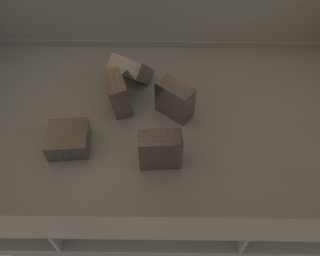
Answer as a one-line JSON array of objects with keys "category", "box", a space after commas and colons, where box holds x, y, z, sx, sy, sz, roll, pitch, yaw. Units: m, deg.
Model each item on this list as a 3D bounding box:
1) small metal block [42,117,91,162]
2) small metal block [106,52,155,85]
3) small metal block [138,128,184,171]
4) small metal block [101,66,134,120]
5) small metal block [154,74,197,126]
[{"category": "small metal block", "box": [-0.116, 0.014, 0.392, 0.050, 0.025, 0.050, -3, 50, -3]}, {"category": "small metal block", "box": [-0.043, -0.087, 0.459, 0.050, 0.050, 0.025, 23, 97, 18]}, {"category": "small metal block", "box": [0.000, 0.026, 0.367, 0.050, 0.050, 0.025, -2, 50, -2]}, {"category": "small metal block", "box": [-0.058, -0.048, 0.427, 0.025, 0.050, 0.050, -18, 52, -5]}, {"category": "small metal block", "box": [0.020, -0.038, 0.421, 0.050, 0.050, 0.025, 33, 57, 24]}]
